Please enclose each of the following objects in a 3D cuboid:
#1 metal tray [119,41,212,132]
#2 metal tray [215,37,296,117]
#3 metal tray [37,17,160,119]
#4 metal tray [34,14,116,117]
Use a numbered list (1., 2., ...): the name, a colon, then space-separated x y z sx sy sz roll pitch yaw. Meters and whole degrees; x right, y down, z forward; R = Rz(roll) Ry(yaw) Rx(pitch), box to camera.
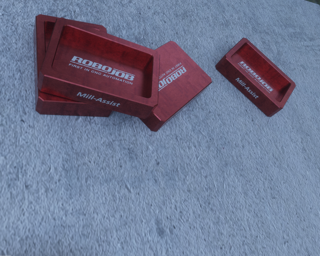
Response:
1. metal tray: 0.006 -0.064 0.442 0.090 0.030 0.131 46 51 4
2. metal tray: 0.171 -0.092 0.547 0.130 0.030 0.090 43 51 2
3. metal tray: -0.066 -0.070 0.367 0.131 0.030 0.090 15 56 -20
4. metal tray: -0.108 -0.078 0.389 0.091 0.030 0.130 2 61 -27
